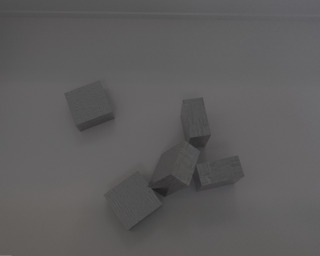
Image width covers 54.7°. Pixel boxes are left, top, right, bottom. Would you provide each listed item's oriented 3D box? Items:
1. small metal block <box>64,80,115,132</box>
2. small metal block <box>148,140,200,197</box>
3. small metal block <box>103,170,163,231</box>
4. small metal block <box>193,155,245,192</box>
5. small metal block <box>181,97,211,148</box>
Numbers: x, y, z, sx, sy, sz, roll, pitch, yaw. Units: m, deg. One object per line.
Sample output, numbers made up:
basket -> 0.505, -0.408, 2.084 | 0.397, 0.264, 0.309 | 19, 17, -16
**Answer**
small metal block -> -0.095, -0.030, 0.420 | 0.050, 0.025, 0.050 | -22, 72, -8
small metal block -> 0.017, 0.049, 0.368 | 0.025, 0.050, 0.050 | 36, 51, -14
small metal block -> -0.032, 0.089, 0.377 | 0.050, 0.025, 0.050 | -35, 74, -12
small metal block -> 0.069, 0.057, 0.376 | 0.050, 0.050, 0.025 | -12, 71, -4
small metal block -> 0.044, -0.005, 0.398 | 0.025, 0.050, 0.050 | -8, 70, -3
